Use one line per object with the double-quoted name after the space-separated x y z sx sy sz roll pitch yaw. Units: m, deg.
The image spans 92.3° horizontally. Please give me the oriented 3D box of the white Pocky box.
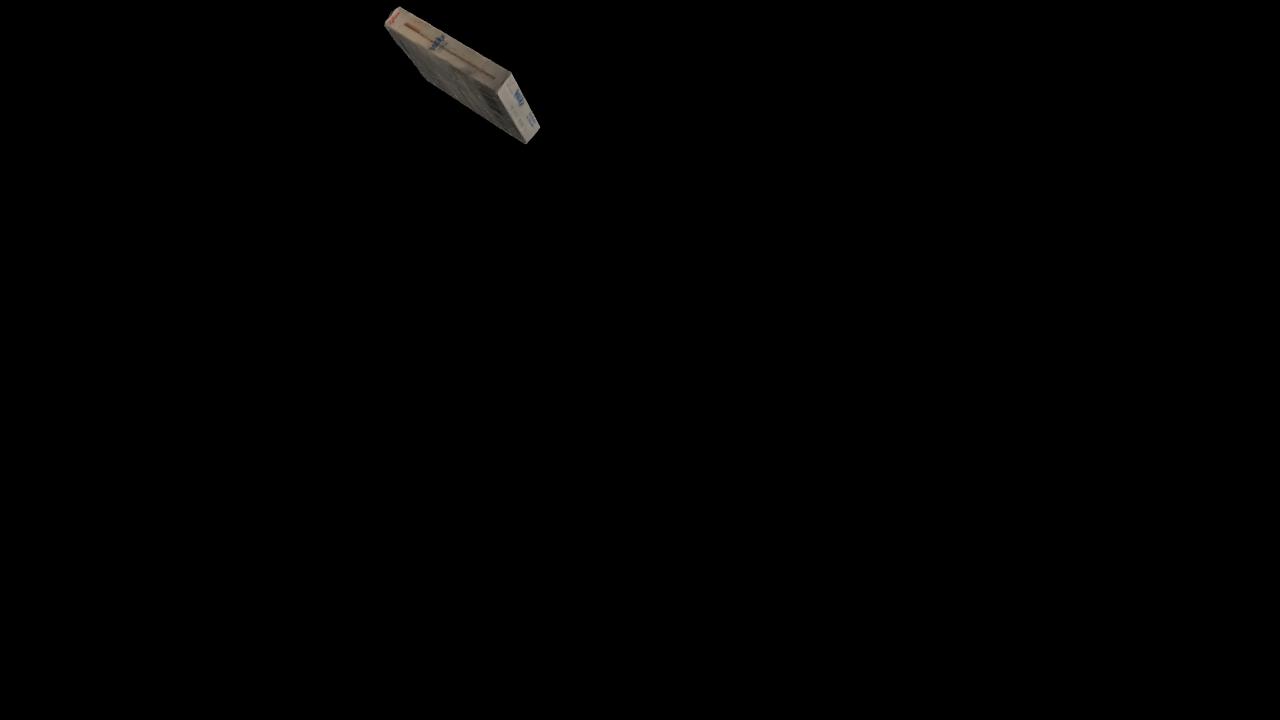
-0.174 -0.279 0.608 0.154 0.028 0.084 36 -5 16 "white Pocky box"
